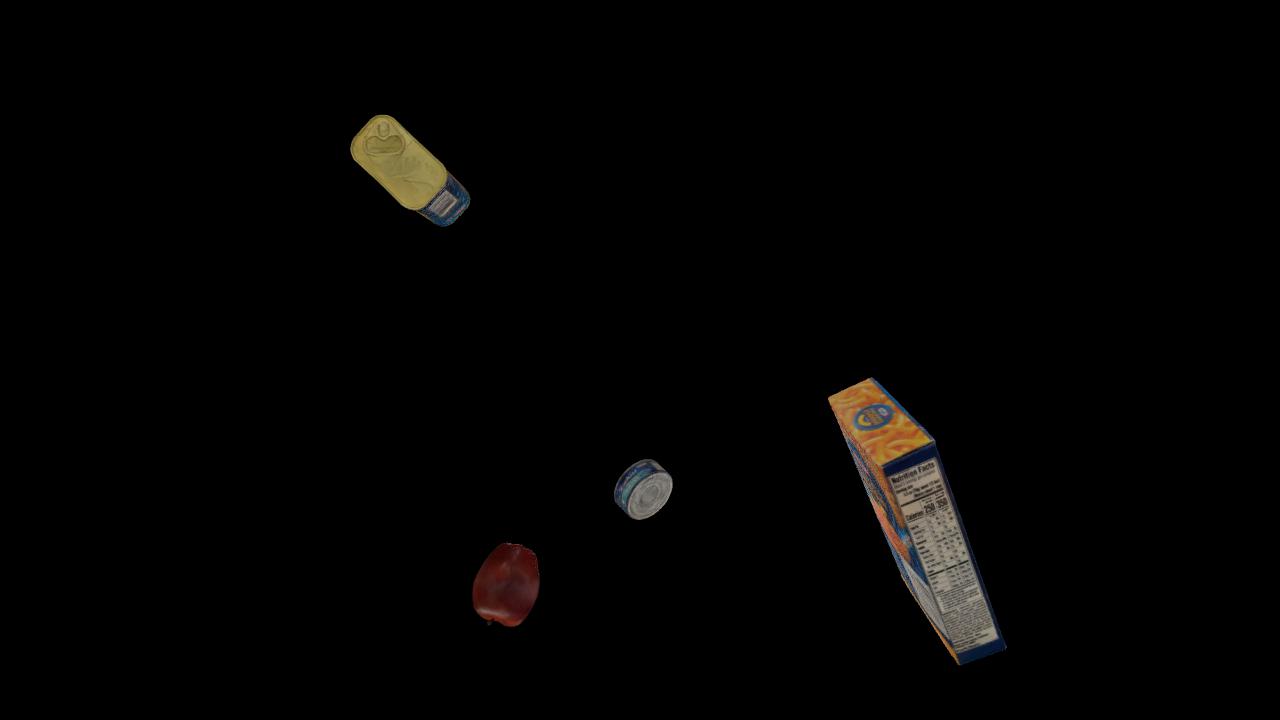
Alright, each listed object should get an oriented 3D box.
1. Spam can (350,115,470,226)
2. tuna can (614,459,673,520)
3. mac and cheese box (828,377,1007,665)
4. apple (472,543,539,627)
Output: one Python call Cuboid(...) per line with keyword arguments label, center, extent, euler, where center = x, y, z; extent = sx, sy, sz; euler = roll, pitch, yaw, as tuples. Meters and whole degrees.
Cuboid(label="Spam can", center=(-0.236, -0.193, 0.646), extent=(0.101, 0.058, 0.085), euler=(44, 0, 3))
Cuboid(label="tuna can", center=(0.006, 0.187, 0.882), extent=(0.084, 0.084, 0.034), euler=(0, 25, -39))
Cuboid(label="mac and cheese box", center=(0.190, 0.111, 0.424), extent=(0.041, 0.184, 0.093), euler=(-25, 21, 8))
Cuboid(label="apple", center=(-0.156, 0.263, 0.718), extent=(0.079, 0.093, 0.079), euler=(11, -37, 8))
